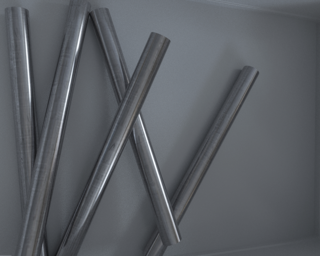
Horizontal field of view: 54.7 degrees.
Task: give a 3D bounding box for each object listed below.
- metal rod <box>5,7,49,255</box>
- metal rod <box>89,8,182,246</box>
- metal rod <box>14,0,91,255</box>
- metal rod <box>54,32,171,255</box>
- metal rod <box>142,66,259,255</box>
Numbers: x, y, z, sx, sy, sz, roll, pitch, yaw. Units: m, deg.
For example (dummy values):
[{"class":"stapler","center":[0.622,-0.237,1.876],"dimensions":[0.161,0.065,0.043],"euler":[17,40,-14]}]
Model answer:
[{"class":"metal rod","center":[-0.151,0.016,0.354],"dimensions":[0.025,0.025,0.298],"euler":[-5,92,-20]},{"class":"metal rod","center":[-0.030,-0.001,0.385],"dimensions":[0.025,0.025,0.298],"euler":[-18,91,-19]},{"class":"metal rod","center":[-0.118,-0.006,0.350],"dimensions":[0.025,0.025,0.299],"euler":[12,80,-20]},{"class":"metal rod","center":[-0.059,0.032,0.361],"dimensions":[0.025,0.025,0.299],"euler":[23,93,-19]},{"class":"metal rod","center":[0.062,0.042,0.433],"dimensions":[0.025,0.025,0.300],"euler":[33,79,-17]}]
